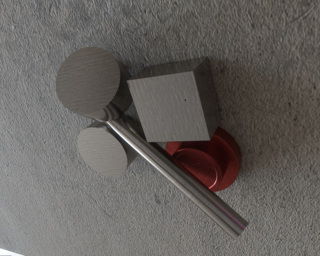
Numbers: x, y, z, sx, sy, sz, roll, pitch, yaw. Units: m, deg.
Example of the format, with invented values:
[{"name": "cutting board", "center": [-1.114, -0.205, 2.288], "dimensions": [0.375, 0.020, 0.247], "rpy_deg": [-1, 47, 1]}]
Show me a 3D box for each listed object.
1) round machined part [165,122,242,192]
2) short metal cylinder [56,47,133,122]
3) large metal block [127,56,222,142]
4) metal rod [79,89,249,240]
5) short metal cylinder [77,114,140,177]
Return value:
[{"name": "round machined part", "center": [0.051, 0.044, 0.397], "dimensions": [0.098, 0.042, 0.097], "rpy_deg": [13, 124, 21]}, {"name": "short metal cylinder", "center": [-0.077, -0.051, 0.377], "dimensions": [0.080, 0.050, 0.080], "rpy_deg": [-2, 80, 14]}, {"name": "large metal block", "center": [0.019, -0.031, 0.360], "dimensions": [0.080, 0.050, 0.080], "rpy_deg": [-3, 117, 29]}, {"name": "metal rod", "center": [-0.019, 0.022, 0.388], "dimensions": [0.300, 0.025, 0.025], "rpy_deg": [40, 130, 17]}, {"name": "short metal cylinder", "center": [-0.069, 0.022, 0.444], "dimensions": [0.080, 0.050, 0.079], "rpy_deg": [13, 124, 21]}]
